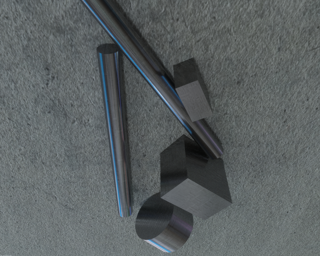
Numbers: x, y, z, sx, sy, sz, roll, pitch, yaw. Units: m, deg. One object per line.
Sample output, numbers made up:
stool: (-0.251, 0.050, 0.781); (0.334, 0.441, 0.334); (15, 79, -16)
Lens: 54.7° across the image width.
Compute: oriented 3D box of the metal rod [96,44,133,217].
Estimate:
metal rod: (-0.057, 0.028, 0.430); (0.025, 0.025, 0.298); (0, 130, -1)

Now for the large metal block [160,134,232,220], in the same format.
large metal block: (0.048, 0.068, 0.430); (0.080, 0.080, 0.050); (33, 123, -25)

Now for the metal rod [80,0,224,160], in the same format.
metal rod: (-0.005, -0.060, 0.356); (0.025, 0.025, 0.300); (-27, 126, 21)

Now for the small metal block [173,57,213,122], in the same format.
small metal block: (0.038, -0.044, 0.354); (0.025, 0.050, 0.050); (-20, 128, 15)

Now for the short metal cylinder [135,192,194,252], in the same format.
short metal cylinder: (0.007, 0.152, 0.501); (0.080, 0.080, 0.050); (-33, 123, 24)
